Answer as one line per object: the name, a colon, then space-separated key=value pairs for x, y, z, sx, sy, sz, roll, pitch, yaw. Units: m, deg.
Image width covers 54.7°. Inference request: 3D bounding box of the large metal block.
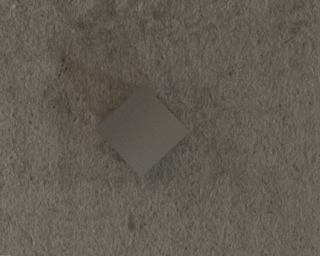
large metal block: x=-0.021 y=0.003 z=0.397 sx=0.080 sy=0.050 sz=0.080 roll=-43 pitch=91 yaw=0
